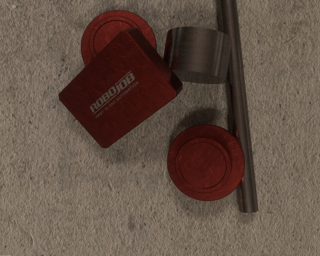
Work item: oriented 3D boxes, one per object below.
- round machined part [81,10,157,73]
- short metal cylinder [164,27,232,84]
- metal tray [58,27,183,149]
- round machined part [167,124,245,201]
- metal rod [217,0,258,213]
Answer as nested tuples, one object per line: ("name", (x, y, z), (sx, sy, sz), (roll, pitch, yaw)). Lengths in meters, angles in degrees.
("round machined part", (-0.053, -0.105, 0.401), (0.099, 0.042, 0.097), (0, 90, -1))
("short metal cylinder", (0.045, -0.087, 0.383), (0.081, 0.080, 0.050), (8, 90, -1))
("metal tray", (-0.050, -0.043, 0.370), (0.130, 0.030, 0.090), (-35, 99, 30))
("round machined part", (0.056, 0.044, 0.390), (0.098, 0.042, 0.097), (0, 92, 15))
("metal rod", (0.102, -0.039, 0.411), (0.025, 0.025, 0.298), (-6, 90, -1))
